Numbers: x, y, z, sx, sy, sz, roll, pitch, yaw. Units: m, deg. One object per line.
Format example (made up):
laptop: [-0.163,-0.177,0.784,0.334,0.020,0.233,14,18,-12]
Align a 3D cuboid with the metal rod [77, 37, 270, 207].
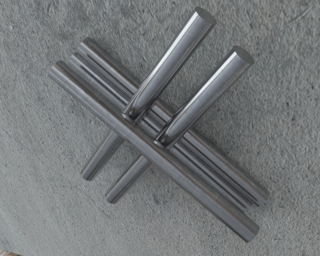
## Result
metal rod: [0.017,-0.007,0.393,0.300,0.025,0.025,41,129,-1]

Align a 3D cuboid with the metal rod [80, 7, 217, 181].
metal rod: [-0.034,-0.017,0.381,0.025,0.025,0.298,41,129,0]

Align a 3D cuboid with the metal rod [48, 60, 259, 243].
metal rod: [-0.007,0.027,0.363,0.300,0.025,0.025,40,129,0]

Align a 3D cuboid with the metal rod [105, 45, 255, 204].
metal rod: [0.003,0.019,0.385,0.025,0.025,0.298,41,129,0]

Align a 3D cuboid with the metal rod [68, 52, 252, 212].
metal rod: [0.002,0.005,0.409,0.300,0.025,0.025,41,129,-1]
